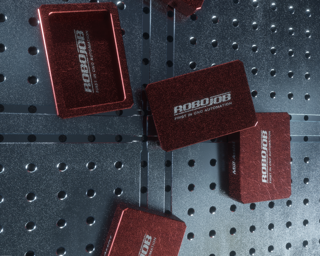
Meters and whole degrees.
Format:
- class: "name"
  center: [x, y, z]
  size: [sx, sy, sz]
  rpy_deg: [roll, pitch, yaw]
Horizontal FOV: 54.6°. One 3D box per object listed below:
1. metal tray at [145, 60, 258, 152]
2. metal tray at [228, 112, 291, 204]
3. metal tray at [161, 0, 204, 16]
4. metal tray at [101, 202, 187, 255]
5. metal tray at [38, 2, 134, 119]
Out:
- class: "metal tray"
  center: [0.054, -0.030, 0.411]
  size: [0.131, 0.030, 0.090]
  rpy_deg: [-16, 96, -4]
- class: "metal tray"
  center: [0.150, 0.042, 0.465]
  size: [0.091, 0.030, 0.129]
  rpy_deg: [-2, 91, -20]
- class: "metal tray"
  center: [0.009, -0.223, 0.413]
  size: [0.131, 0.030, 0.090]
  rpy_deg: [25, 82, -18]
- class: "metal tray"
  center: [-0.028, 0.172, 0.400]
  size: [0.091, 0.030, 0.130]
  rpy_deg: [20, 83, -19]
- class: "metal tray"
  center: [-0.089, -0.081, 0.376]
  size: [0.091, 0.030, 0.129]
  rpy_deg: [-11, 94, -20]
